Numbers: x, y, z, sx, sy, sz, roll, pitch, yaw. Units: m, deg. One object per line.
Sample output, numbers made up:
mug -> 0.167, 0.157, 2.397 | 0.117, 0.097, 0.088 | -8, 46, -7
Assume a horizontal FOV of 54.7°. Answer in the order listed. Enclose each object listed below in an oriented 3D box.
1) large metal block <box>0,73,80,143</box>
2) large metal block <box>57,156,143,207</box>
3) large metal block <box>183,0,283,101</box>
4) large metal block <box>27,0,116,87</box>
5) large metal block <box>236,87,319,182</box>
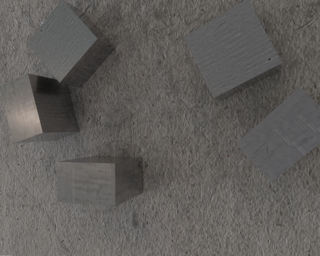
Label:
large metal block -> -0.167, -0.025, 0.439 | 0.050, 0.080, 0.080 | -18, 84, 19
large metal block -> -0.075, 0.066, 0.406 | 0.080, 0.080, 0.050 | -1, 90, 20
large metal block -> 0.086, -0.087, 0.365 | 0.080, 0.050, 0.080 | -27, 81, 18
large metal block -> -0.125, -0.117, 0.440 | 0.080, 0.050, 0.080 | -45, 76, 14
large metal block -> 0.133, 0.007, 0.332 | 0.080, 0.080, 0.050 | -44, 76, 15
